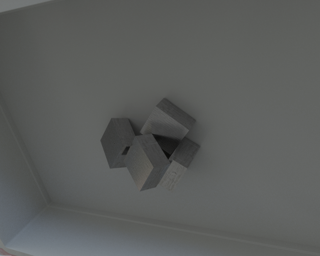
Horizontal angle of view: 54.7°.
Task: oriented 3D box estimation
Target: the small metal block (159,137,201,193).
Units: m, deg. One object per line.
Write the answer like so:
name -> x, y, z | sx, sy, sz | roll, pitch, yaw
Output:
small metal block -> 0.024, 0.048, 0.406 | 0.025, 0.050, 0.050 | 31, 128, 8

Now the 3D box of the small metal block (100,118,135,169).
small metal block -> -0.057, 0.021, 0.432 | 0.050, 0.025, 0.050 | -57, 47, 39

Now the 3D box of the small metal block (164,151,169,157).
small metal block -> -0.014, 0.039, 0.437 | 0.050, 0.025, 0.050 | 36, 129, 3

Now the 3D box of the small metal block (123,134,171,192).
small metal block -> -0.018, 0.044, 0.394 | 0.050, 0.025, 0.050 | 57, 137, 32

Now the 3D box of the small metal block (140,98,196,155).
small metal block -> 0.009, -0.002, 0.399 | 0.050, 0.025, 0.050 | 36, 129, 3
